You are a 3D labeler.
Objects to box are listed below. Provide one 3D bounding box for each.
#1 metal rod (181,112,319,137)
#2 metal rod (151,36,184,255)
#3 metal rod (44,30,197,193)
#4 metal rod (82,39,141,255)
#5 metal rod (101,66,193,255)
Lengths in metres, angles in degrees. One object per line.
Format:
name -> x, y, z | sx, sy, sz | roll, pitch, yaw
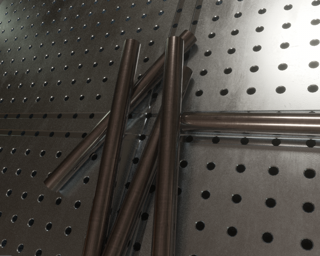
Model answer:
metal rod -> 0.164, -0.003, 0.324 | 0.300, 0.025, 0.025 | 2, 63, 28
metal rod -> 0.011, 0.019, 0.368 | 0.025, 0.025, 0.299 | -7, 65, 24
metal rod -> -0.054, -0.028, 0.451 | 0.300, 0.025, 0.025 | -48, 52, -6
metal rod -> -0.059, 0.014, 0.406 | 0.025, 0.025, 0.299 | -3, 67, 26
metal rod -> -0.016, 0.049, 0.384 | 0.025, 0.025, 0.300 | 8, 65, 31
